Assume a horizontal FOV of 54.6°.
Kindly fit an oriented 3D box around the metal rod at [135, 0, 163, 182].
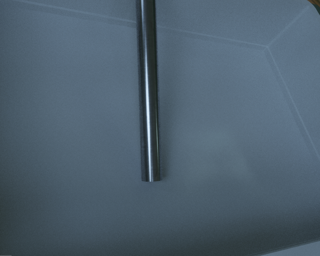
[{"bbox_3d":[-0.015,-0.088,0.372,0.025,0.025,0.298,-1,87,-29],"label":"metal rod"}]
